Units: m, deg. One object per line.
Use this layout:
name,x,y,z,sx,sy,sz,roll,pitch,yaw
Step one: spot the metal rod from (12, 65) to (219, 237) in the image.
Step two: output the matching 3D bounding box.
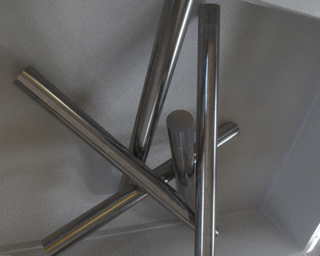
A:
metal rod,-0.034,0.044,0.357,0.025,0.025,0.300,-45,111,3

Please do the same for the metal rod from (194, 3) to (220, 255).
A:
metal rod,0.056,0.009,0.367,0.025,0.025,0.298,-2,95,-28

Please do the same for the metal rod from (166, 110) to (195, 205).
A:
metal rod,0.034,0.074,0.409,0.025,0.025,0.299,-28,148,-11

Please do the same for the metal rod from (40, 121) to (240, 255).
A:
metal rod,-0.006,0.067,0.402,0.302,0.025,0.025,-29,130,-27

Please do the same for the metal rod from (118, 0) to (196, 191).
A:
metal rod,-0.016,-0.004,0.346,0.025,0.025,0.298,-7,138,-25
